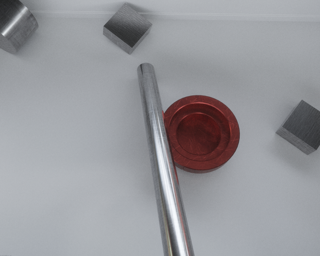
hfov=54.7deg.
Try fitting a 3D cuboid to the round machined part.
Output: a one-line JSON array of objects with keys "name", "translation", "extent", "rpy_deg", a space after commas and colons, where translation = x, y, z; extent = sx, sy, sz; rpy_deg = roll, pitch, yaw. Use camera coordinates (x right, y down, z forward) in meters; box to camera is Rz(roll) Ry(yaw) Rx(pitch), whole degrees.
[{"name": "round machined part", "translation": [0.048, 0.011, 0.397], "extent": [0.099, 0.042, 0.098], "rpy_deg": [0, 70, -1]}]

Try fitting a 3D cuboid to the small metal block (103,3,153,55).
[{"name": "small metal block", "translation": [-0.048, -0.145, 0.456], "extent": [0.050, 0.025, 0.050], "rpy_deg": [37, 74, -3]}]

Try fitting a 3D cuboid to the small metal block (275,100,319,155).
[{"name": "small metal block", "translation": [0.193, -0.001, 0.412], "extent": [0.050, 0.025, 0.050], "rpy_deg": [38, 74, 12]}]

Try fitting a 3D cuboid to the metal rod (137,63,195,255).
[{"name": "metal rod", "translation": [0.000, 0.023, 0.337], "extent": [0.025, 0.025, 0.300], "rpy_deg": [-8, 46, -3]}]

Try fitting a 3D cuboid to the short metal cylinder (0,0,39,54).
[{"name": "short metal cylinder", "translation": [-0.221, -0.150, 0.433], "extent": [0.080, 0.080, 0.050], "rpy_deg": [28, 73, 9]}]
